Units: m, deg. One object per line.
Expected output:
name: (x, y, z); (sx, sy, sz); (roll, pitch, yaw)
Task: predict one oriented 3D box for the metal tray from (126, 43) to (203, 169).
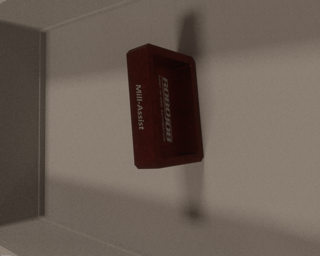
metal tray: (0.008, -0.022, 0.355); (0.030, 0.091, 0.129); (-8, 85, 39)
